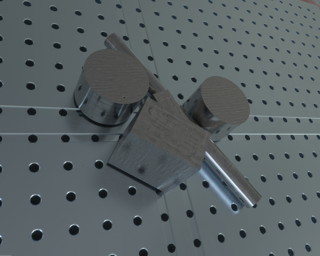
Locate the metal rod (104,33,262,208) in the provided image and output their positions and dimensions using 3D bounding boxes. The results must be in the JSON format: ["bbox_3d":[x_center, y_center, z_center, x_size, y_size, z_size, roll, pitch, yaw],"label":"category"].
[{"bbox_3d":[0.027,-0.015,0.427,0.300,0.025,0.025,49,51,6],"label":"metal rod"}]

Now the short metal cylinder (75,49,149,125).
[{"bbox_3d":[-0.060,-0.051,0.386,0.081,0.050,0.080,14,56,-21],"label":"short metal cylinder"}]

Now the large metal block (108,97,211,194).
[{"bbox_3d":[-0.002,0.023,0.352,0.080,0.080,0.050,30,53,-9],"label":"large metal block"}]

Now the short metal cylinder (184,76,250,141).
[{"bbox_3d":[0.081,-0.028,0.448,0.081,0.050,0.080,14,56,-21],"label":"short metal cylinder"}]

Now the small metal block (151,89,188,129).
[{"bbox_3d":[0.003,-0.013,0.396,0.025,0.050,0.050,-23,75,-36],"label":"small metal block"}]
